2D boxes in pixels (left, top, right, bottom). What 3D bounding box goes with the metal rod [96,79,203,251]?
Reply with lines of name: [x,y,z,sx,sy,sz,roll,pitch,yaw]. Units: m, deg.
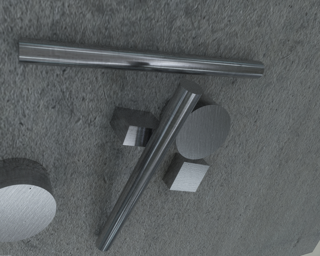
metal rod: [-0.027,0.068,0.385,0.025,0.025,0.298,4,131,-31]

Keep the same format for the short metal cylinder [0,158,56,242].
short metal cylinder: [-0.164,0.081,0.351,0.081,0.050,0.079,-14,124,-21]

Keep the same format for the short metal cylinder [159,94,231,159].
short metal cylinder: [0.046,-0.005,0.412,0.081,0.050,0.079,-14,124,-21]

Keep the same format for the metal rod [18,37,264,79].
metal rod: [0.002,-0.077,0.360,0.303,0.025,0.025,-2,119,-28]

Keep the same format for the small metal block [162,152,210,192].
small metal block: [0.039,0.068,0.470,0.050,0.025,0.050,13,112,-34]

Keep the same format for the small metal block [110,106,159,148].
small metal block: [-0.027,-0.001,0.375,0.050,0.050,0.025,8,115,-32]
